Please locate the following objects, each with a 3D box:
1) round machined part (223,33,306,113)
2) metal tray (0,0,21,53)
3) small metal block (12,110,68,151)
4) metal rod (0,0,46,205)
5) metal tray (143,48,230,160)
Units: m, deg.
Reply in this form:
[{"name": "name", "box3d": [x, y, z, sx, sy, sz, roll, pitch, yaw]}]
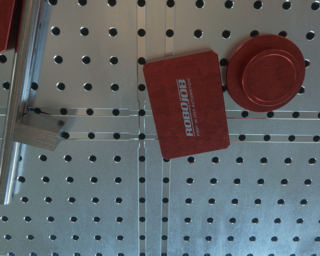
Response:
[{"name": "round machined part", "box3d": [0.131, -0.065, 0.382, 0.099, 0.042, 0.097, 0, 110, -1]}, {"name": "metal tray", "box3d": [-0.228, -0.151, 0.352, 0.131, 0.030, 0.089, 18, 109, -7]}, {"name": "small metal block", "box3d": [-0.152, 0.002, 0.398, 0.050, 0.050, 0.025, 15, 109, -7]}, {"name": "metal rod", "box3d": [-0.183, -0.031, 0.399, 0.025, 0.025, 0.298, 16, 109, -6]}, {"name": "metal tray", "box3d": [0.035, -0.029, 0.400, 0.090, 0.030, 0.129, -11, 110, 3]}]
